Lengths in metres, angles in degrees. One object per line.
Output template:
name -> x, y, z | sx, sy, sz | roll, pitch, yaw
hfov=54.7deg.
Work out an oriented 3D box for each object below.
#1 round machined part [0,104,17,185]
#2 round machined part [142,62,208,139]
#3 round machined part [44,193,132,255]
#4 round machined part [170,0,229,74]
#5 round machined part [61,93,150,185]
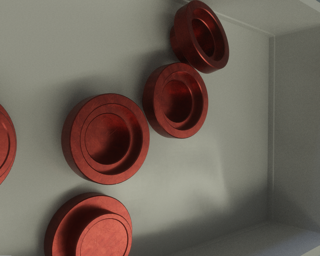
round machined part -> -0.158, 0.014, 0.246 | 0.099, 0.042, 0.097 | 8, 81, -58
round machined part -> 0.016, -0.035, 0.411 | 0.099, 0.042, 0.097 | 0, 90, -40
round machined part -> -0.070, 0.123, 0.339 | 0.099, 0.042, 0.097 | 0, 90, -40
round machined part -> 0.051, -0.121, 0.430 | 0.099, 0.042, 0.098 | 19, 63, -43
round machined part -> -0.063, 0.012, 0.345 | 0.099, 0.042, 0.097 | 0, 90, -40
